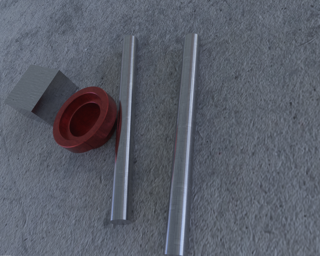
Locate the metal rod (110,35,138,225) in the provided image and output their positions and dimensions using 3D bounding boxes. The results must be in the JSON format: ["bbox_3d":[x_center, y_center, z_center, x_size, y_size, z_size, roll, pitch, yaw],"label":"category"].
[{"bbox_3d":[-0.047,-0.018,0.438,0.025,0.025,0.299,-14,56,20],"label":"metal rod"}]

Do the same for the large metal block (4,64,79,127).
[{"bbox_3d":[-0.200,-0.056,0.525,0.080,0.050,0.080,16,70,34],"label":"large metal block"}]

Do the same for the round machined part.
[{"bbox_3d":[-0.102,-0.008,0.446,0.098,0.042,0.098,-15,55,24],"label":"round machined part"}]

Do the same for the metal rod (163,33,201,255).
[{"bbox_3d":[0.032,0.000,0.386,0.025,0.025,0.299,-7,58,24],"label":"metal rod"}]
